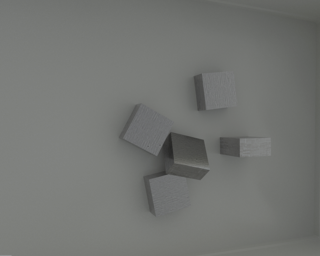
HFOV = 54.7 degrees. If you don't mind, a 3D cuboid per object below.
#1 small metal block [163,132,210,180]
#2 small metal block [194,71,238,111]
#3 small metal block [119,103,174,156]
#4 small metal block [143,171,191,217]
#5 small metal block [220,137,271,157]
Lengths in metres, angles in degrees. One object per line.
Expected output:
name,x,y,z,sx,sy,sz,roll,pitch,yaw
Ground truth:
small metal block,0.034,0.037,0.409,0.050,0.025,0.050,14,45,-20
small metal block,0.079,-0.052,0.439,0.050,0.025,0.050,-8,93,-20
small metal block,-0.018,0.002,0.404,0.050,0.025,0.050,30,80,-18
small metal block,0.010,0.085,0.414,0.050,0.025,0.050,-12,94,-20
small metal block,0.121,0.026,0.442,0.050,0.050,0.025,-1,91,-20
